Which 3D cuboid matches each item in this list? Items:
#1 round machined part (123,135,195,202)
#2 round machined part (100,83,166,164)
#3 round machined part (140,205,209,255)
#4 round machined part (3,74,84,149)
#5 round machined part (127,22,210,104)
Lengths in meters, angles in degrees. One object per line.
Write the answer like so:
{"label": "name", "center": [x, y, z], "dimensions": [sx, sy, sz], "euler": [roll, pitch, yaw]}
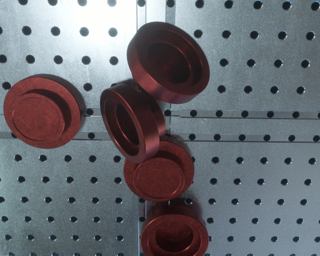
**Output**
{"label": "round machined part", "center": [-0.001, 0.062, 0.427], "dimensions": [0.099, 0.042, 0.097], "euler": [0, 110, -1]}
{"label": "round machined part", "center": [-0.030, -0.009, 0.381], "dimensions": [0.042, 0.098, 0.097], "euler": [-27, 113, -29]}
{"label": "round machined part", "center": [0.021, 0.156, 0.462], "dimensions": [0.099, 0.042, 0.097], "euler": [0, 110, -1]}
{"label": "round machined part", "center": [-0.151, -0.017, 0.396], "dimensions": [0.099, 0.042, 0.097], "euler": [0, 110, -1]}
{"label": "round machined part", "center": [0.006, -0.070, 0.359], "dimensions": [0.098, 0.098, 0.042], "euler": [35, 142, -12]}
